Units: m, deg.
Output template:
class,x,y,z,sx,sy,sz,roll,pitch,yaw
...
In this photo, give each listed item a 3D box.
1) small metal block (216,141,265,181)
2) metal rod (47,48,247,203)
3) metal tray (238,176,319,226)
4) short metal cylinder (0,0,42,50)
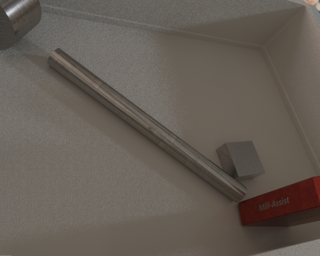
class,x,y,z,sx,sy,sz,roll,pitch,yaw
small metal block,0.114,0.047,0.441,0.050,0.025,0.050,-2,63,-30
metal rod,-0.013,-0.001,0.400,0.301,0.025,0.025,37,51,-4
metal tray,0.171,0.094,0.375,0.091,0.129,0.030,9,62,-24
short metal cylinder,-0.187,-0.138,0.354,0.080,0.080,0.050,32,52,-8
